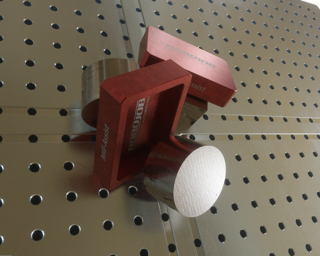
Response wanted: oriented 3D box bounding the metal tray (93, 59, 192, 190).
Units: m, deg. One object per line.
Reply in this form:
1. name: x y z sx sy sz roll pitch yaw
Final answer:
1. metal tray: -0.021 -0.001 0.328 0.091 0.129 0.030 -26 56 -37

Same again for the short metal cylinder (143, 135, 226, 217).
1. short metal cylinder: 0.028 0.053 0.350 0.081 0.050 0.079 -12 109 -38

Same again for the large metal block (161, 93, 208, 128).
1. large metal block: 0.020 -0.056 0.437 0.080 0.050 0.080 19 54 -17

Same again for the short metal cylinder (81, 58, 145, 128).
1. short metal cylinder: -0.052 -0.037 0.368 0.081 0.080 0.050 6 59 -25

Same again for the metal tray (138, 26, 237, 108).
1. metal tray: 0.036 -0.085 0.427 0.131 0.030 0.090 20 36 -16
